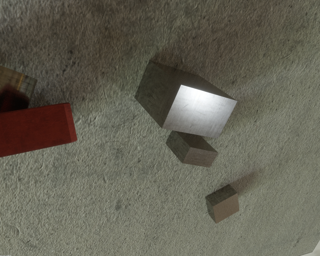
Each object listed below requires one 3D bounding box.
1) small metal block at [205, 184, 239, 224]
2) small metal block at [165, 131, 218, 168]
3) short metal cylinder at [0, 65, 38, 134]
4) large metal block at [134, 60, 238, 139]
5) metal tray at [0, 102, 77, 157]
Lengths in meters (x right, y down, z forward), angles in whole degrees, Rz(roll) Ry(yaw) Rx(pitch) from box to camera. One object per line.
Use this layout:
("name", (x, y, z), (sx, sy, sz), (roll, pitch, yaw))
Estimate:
("small metal block", (0.112, 0.135, 0.552), (0.050, 0.025, 0.050), (-25, 128, -13))
("small metal block", (0.044, 0.028, 0.432), (0.050, 0.050, 0.025), (13, 112, -34))
("short metal cylinder", (-0.153, -0.031, 0.261), (0.080, 0.080, 0.050), (19, 89, -36))
("large metal block", (0.028, -0.034, 0.365), (0.081, 0.080, 0.050), (11, 113, -33))
("metal tray", (-0.129, 0.003, 0.271), (0.091, 0.130, 0.030), (-12, 95, -22))
